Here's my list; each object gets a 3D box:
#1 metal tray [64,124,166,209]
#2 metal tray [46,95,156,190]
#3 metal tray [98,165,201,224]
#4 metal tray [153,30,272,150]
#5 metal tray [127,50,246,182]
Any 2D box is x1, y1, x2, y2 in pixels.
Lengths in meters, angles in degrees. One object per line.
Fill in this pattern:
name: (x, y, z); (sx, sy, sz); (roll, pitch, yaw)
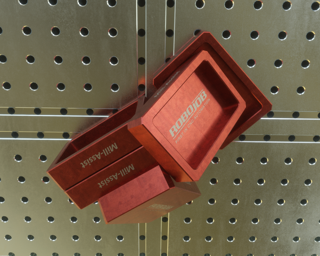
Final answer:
metal tray: (-0.049, 0.039, 0.391); (0.130, 0.090, 0.030); (-31, 108, 10)
metal tray: (-0.067, 0.015, 0.383); (0.130, 0.090, 0.030); (-31, 108, 10)
metal tray: (-0.007, 0.089, 0.397); (0.090, 0.130, 0.030); (-31, 66, 11)
metal tray: (0.066, -0.046, 0.394); (0.090, 0.030, 0.130); (-42, 105, 13)
metal tray: (0.036, -0.015, 0.348); (0.090, 0.030, 0.130); (49, 58, -16)
